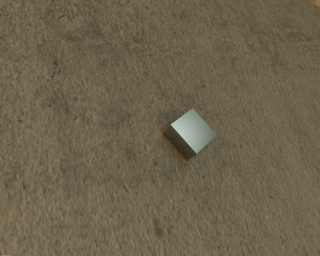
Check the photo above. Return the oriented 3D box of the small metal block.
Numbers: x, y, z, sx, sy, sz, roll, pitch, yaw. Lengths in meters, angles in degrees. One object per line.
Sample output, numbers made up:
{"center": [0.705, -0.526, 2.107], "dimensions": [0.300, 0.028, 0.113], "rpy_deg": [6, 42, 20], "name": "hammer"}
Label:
{"center": [0.041, 0.008, 0.422], "dimensions": [0.050, 0.025, 0.050], "rpy_deg": [49, 51, 6], "name": "small metal block"}
